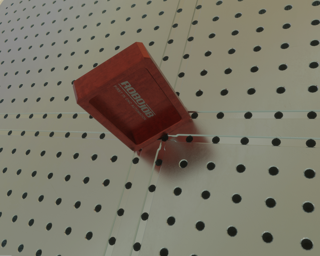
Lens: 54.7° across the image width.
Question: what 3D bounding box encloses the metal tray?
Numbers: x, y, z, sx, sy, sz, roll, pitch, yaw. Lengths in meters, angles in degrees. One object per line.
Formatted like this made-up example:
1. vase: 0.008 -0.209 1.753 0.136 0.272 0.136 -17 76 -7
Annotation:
1. metal tray: -0.028 -0.030 0.372 0.090 0.130 0.030 -31 52 8
